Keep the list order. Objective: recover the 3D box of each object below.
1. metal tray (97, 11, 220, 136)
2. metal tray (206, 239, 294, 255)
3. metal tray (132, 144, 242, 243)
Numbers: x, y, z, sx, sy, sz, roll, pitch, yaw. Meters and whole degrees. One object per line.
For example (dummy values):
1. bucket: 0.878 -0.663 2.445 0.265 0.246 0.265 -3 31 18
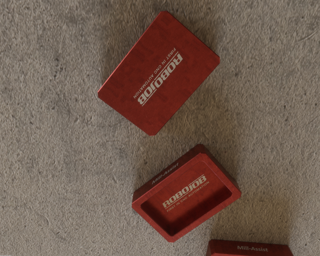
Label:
1. metal tray: -0.003 -0.065 0.383 0.090 0.030 0.130 38 106 -13
2. metal tray: 0.138 0.227 0.491 0.131 0.030 0.089 5 110 -2
3. metal tray: 0.036 0.095 0.442 0.130 0.030 0.090 -39 106 13
